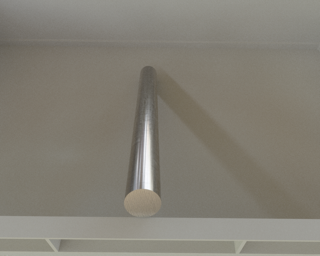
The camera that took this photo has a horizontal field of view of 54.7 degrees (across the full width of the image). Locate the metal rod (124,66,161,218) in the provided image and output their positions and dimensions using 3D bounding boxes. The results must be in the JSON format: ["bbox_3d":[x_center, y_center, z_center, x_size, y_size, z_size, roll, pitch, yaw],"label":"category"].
[{"bbox_3d":[-0.015,-0.016,0.343,0.025,0.025,0.300,-1,27,-1],"label":"metal rod"}]
